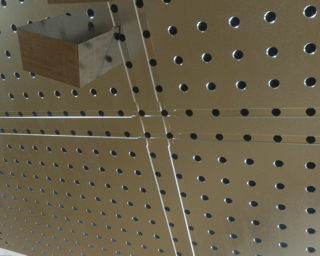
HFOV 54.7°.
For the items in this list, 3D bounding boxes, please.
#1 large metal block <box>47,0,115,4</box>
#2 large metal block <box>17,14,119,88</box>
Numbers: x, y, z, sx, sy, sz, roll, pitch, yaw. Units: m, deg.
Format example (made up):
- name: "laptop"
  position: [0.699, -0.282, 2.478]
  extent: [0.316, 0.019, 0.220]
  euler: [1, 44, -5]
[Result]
- name: "large metal block"
  position: [-0.080, -0.178, 0.326]
  extent: [0.080, 0.050, 0.079]
  euler: [8, 122, 24]
- name: "large metal block"
  position: [-0.105, -0.096, 0.370]
  extent: [0.080, 0.080, 0.050]
  euler: [19, 126, 17]
